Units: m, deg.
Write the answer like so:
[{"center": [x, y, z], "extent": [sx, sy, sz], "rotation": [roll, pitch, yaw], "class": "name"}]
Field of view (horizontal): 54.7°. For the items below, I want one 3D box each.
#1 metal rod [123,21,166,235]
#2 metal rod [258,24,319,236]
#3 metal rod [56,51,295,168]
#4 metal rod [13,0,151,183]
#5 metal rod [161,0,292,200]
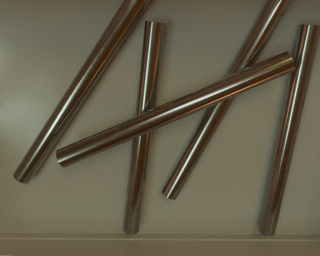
[{"center": [-0.024, 0.014, 0.415], "extent": [0.025, 0.025, 0.298], "rotation": [7, 110, -3], "class": "metal rod"}, {"center": [0.171, 0.017, 0.420], "extent": [0.025, 0.025, 0.298], "rotation": [3, 110, -2], "class": "metal rod"}, {"center": [0.012, -0.019, 0.376], "extent": [0.301, 0.025, 0.025], "rotation": [-23, 109, 7], "class": "metal rod"}, {"center": [-0.105, -0.045, 0.393], "extent": [0.025, 0.025, 0.299], "rotation": [34, 106, -12], "class": "metal rod"}, {"center": [0.078, -0.031, 0.401], "extent": [0.025, 0.025, 0.298], "rotation": [24, 108, -9], "class": "metal rod"}]
